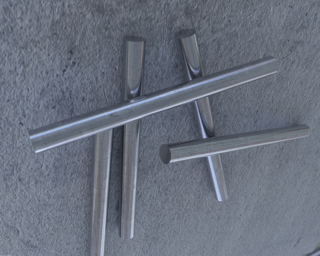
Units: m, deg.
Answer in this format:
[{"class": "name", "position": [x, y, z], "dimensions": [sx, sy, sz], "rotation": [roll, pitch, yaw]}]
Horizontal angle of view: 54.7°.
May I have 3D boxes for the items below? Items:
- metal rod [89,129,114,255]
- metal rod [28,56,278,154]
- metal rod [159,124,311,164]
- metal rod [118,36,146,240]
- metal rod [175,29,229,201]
[{"class": "metal rod", "position": [-0.086, 0.124, 0.436], "dimensions": [0.025, 0.025, 0.298], "rotation": [-6, 121, -25]}, {"class": "metal rod", "position": [0.008, -0.033, 0.356], "dimensions": [0.302, 0.025, 0.025], "rotation": [-19, 126, -17]}, {"class": "metal rod", "position": [0.131, 0.019, 0.465], "dimensions": [0.303, 0.025, 0.025], "rotation": [-6, 122, -34]}, {"class": "metal rod", "position": [-0.039, 0.033, 0.405], "dimensions": [0.025, 0.025, 0.298], "rotation": [-9, 123, -24]}, {"class": "metal rod", "position": [0.068, 0.004, 0.445], "dimensions": [0.025, 0.025, 0.299], "rotation": [-28, 128, -11]}]
